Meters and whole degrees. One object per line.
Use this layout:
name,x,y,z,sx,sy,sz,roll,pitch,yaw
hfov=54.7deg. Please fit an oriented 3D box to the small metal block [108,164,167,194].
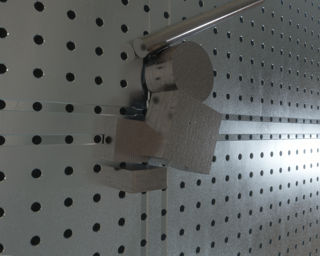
small metal block,-0.027,0.059,0.372,0.050,0.050,0.025,1,90,-40

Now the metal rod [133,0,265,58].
metal rod,0.078,-0.169,0.476,0.302,0.025,0.025,-34,111,-35

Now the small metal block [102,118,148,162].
small metal block,-0.040,0.015,0.378,0.050,0.025,0.050,8,85,-40

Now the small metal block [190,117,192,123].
small metal block,0.054,-0.001,0.457,0.050,0.025,0.050,3,89,-40

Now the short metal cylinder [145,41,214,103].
short metal cylinder,0.027,-0.070,0.414,0.081,0.050,0.080,4,84,-43

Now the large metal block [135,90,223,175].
large metal block,0.025,0.007,0.384,0.080,0.050,0.080,24,75,-38
